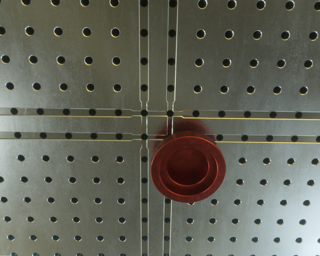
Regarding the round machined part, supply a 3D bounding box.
[{"bbox_3d":[0.037,0.049,0.423,0.099,0.042,0.097,0,110,0],"label":"round machined part"}]
